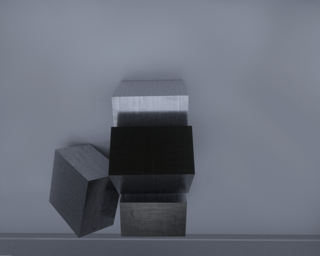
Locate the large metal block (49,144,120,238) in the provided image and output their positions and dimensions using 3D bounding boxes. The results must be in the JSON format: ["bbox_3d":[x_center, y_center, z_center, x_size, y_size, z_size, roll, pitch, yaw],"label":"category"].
[{"bbox_3d":[-0.097,0.077,0.399,0.050,0.080,0.079,-7,119,-44],"label":"large metal block"}]

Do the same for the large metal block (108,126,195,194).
[{"bbox_3d":[-0.008,0.037,0.334,0.081,0.080,0.050,-1,65,0],"label":"large metal block"}]

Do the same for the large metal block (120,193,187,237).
[{"bbox_3d":[-0.008,0.099,0.416,0.081,0.080,0.050,0,110,-1],"label":"large metal block"}]

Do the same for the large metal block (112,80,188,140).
[{"bbox_3d":[-0.010,-0.024,0.370,0.081,0.080,0.050,-1,110,0],"label":"large metal block"}]

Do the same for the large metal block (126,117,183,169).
[{"bbox_3d":[-0.010,0.031,0.409,0.081,0.050,0.079,-1,110,0],"label":"large metal block"}]
